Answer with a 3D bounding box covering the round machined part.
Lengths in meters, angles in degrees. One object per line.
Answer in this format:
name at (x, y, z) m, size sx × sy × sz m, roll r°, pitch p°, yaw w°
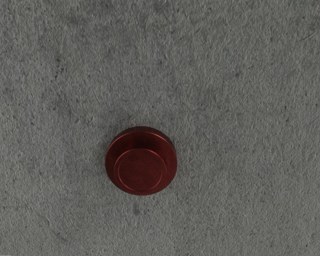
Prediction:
round machined part at (-0.025, 0.050, 0.419) m, size 0.099 × 0.042 × 0.097 m, roll 0°, pitch 110°, yaw 0°
